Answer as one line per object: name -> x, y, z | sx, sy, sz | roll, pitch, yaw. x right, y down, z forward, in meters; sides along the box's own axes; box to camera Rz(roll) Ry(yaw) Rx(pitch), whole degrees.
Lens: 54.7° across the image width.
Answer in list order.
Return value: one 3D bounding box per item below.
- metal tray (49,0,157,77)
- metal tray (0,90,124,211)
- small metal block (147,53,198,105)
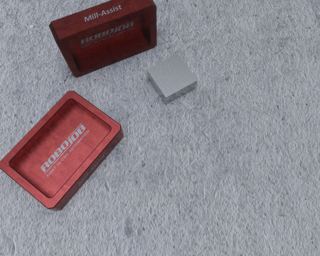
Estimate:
metal tray -> -0.070, -0.124, 0.418 | 0.131, 0.090, 0.030 | -24, 72, -9
metal tray -> -0.121, 0.026, 0.394 | 0.090, 0.030, 0.130 | 36, 73, 11
small metal block -> 0.016, -0.068, 0.433 | 0.050, 0.025, 0.050 | -30, 73, -11
